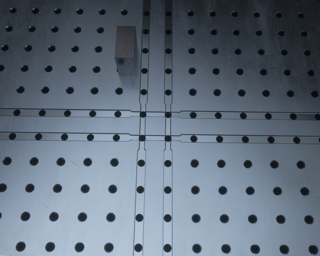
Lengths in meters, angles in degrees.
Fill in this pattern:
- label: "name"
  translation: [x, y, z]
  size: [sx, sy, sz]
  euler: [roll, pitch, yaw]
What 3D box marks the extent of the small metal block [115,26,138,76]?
- label: "small metal block"
  translation: [-0.047, -0.107, 0.437]
  size: [0.025, 0.050, 0.050]
  euler: [1, 70, 0]
